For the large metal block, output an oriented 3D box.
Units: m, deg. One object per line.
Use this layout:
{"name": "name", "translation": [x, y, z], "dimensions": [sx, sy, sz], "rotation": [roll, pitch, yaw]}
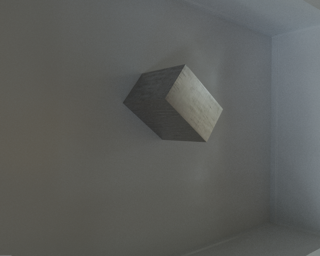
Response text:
{"name": "large metal block", "translation": [0.016, -0.027, 0.383], "dimensions": [0.080, 0.080, 0.050], "rotation": [44, 64, -31]}
